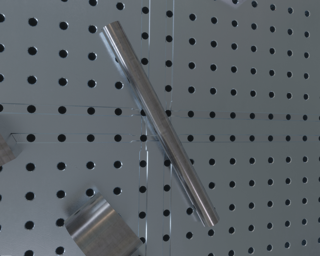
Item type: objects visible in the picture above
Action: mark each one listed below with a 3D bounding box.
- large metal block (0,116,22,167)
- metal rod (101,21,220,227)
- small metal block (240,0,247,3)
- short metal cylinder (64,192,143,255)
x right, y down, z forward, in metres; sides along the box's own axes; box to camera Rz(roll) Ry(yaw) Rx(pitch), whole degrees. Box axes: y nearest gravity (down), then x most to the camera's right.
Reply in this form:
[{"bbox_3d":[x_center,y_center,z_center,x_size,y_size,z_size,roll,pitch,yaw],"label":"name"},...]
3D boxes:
[{"bbox_3d":[-0.194,0.026,0.312,0.080,0.080,0.050,-30,100,-17],"label":"large metal block"},{"bbox_3d":[0.005,0.002,0.414,0.025,0.025,0.299,-30,100,-17],"label":"metal rod"},{"bbox_3d":[0.119,-0.224,0.456,0.050,0.025,0.050,23,82,-19],"label":"small metal block"},{"bbox_3d":[-0.065,0.121,0.360,0.050,0.080,0.080,-41,103,-15],"label":"short metal cylinder"}]
